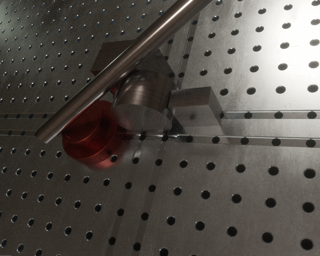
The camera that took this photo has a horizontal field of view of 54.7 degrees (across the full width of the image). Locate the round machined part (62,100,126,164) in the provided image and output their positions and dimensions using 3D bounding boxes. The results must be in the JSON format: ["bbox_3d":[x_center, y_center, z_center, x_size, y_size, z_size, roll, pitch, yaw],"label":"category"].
[{"bbox_3d":[-0.103,0.000,0.449,0.098,0.042,0.098,-13,56,20],"label":"round machined part"}]

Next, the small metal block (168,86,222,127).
[{"bbox_3d":[0.045,-0.025,0.383,0.050,0.050,0.025,-2,61,27],"label":"small metal block"}]

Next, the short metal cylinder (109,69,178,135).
[{"bbox_3d":[-0.020,-0.031,0.401,0.080,0.080,0.050,-1,61,27],"label":"short metal cylinder"}]

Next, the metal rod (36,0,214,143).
[{"bbox_3d":[-0.053,-0.070,0.378,0.299,0.025,0.025,-36,50,24],"label":"metal rod"}]

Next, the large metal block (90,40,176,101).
[{"bbox_3d":[-0.035,-0.077,0.437,0.080,0.080,0.050,4,64,29],"label":"large metal block"}]
